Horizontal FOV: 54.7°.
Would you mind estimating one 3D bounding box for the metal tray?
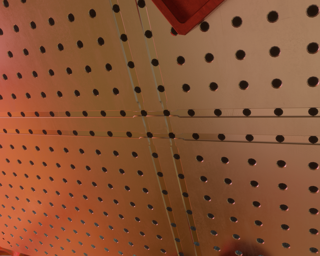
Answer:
[{"bbox_3d":[0.042,-0.162,0.285,0.130,0.030,0.090,-34,100,38],"label":"metal tray"}]
